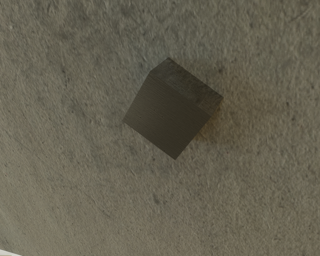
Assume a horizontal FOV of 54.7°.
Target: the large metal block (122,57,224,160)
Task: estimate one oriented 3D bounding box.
[{"bbox_3d":[0.014,-0.022,0.368,0.080,0.050,0.080,37,129,3],"label":"large metal block"}]
